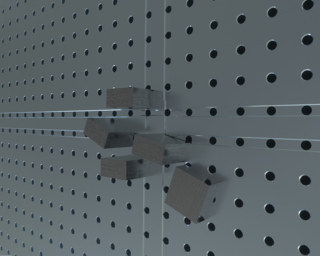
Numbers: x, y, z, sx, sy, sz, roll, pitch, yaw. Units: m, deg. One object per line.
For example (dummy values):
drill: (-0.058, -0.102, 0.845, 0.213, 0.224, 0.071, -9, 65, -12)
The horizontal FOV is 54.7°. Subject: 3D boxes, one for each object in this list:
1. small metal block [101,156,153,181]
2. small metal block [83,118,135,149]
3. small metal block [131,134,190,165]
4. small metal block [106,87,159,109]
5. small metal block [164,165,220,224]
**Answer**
small metal block: (-0.046, 0.054, 0.429, 0.050, 0.050, 0.025, 1, 91, 39)
small metal block: (-0.074, 0.007, 0.452, 0.050, 0.050, 0.025, 30, 109, 35)
small metal block: (0.001, 0.025, 0.390, 0.050, 0.050, 0.025, 17, 101, 38)
small metal block: (-0.037, -0.039, 0.421, 0.050, 0.050, 0.025, 2, 92, 39)
small metal block: (0.038, 0.079, 0.376, 0.050, 0.025, 0.050, 26, 106, 36)
